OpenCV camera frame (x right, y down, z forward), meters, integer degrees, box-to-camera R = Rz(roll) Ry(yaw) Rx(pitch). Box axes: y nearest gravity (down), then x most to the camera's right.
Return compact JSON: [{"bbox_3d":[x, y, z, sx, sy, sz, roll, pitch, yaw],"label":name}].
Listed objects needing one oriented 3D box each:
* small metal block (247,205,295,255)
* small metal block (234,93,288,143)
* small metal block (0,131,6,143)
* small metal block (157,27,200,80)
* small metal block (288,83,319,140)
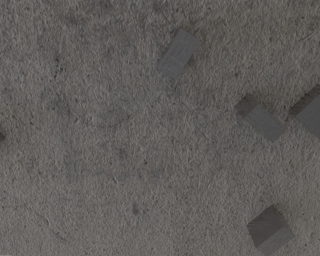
[{"bbox_3d":[0.160,0.150,0.453,0.025,0.050,0.050,40,105,-13],"label":"small metal block"},{"bbox_3d":[0.126,-0.014,0.392,0.050,0.050,0.025,37,106,-13],"label":"small metal block"},{"bbox_3d":[-0.247,0.012,0.412,0.050,0.025,0.050,-33,107,11],"label":"small metal block"},{"bbox_3d":[0.020,-0.089,0.364,0.025,0.050,0.050,29,107,-10],"label":"small metal block"},{"bbox_3d":[0.207,-0.021,0.404,0.050,0.025,0.050,40,105,-14],"label":"small metal block"}]
